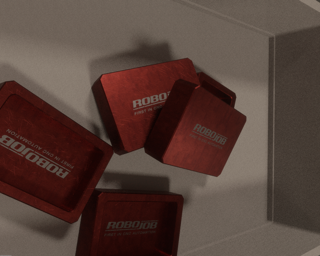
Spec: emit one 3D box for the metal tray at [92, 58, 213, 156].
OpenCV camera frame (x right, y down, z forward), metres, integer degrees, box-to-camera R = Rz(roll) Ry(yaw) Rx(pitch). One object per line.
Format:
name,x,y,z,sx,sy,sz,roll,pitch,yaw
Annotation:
metal tray,-0.005,-0.029,0.376,0.131,0.030,0.090,-18,88,-31

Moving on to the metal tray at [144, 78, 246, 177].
metal tray,0.049,0.006,0.375,0.131,0.030,0.090,22,94,-49

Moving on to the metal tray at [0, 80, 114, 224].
metal tray,-0.119,0.027,0.304,0.130,0.030,0.090,39,66,-33

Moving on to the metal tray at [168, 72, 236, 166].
metal tray,0.064,-0.006,0.459,0.090,0.030,0.130,23,75,-38

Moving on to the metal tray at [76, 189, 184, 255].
metal tray,-0.031,0.123,0.378,0.131,0.030,0.090,12,82,-40
